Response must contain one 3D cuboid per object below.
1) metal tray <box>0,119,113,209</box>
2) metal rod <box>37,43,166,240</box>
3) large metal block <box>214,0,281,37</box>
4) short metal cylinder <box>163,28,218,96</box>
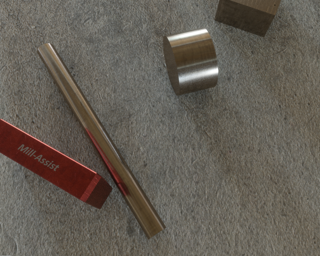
[{"bbox_3d":[-0.123,0.045,0.356,0.130,0.090,0.030,27,73,9],"label":"metal tray"},{"bbox_3d":[-0.084,0.005,0.405,0.025,0.025,0.299,-31,73,-11],"label":"metal rod"},{"bbox_3d":[0.138,-0.196,0.467,0.080,0.050,0.080,22,71,8],"label":"large metal block"},{"bbox_3d":[0.039,-0.087,0.411,0.050,0.080,0.080,-14,71,-5],"label":"short metal cylinder"}]
